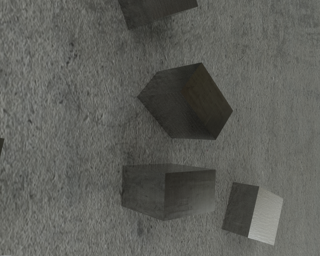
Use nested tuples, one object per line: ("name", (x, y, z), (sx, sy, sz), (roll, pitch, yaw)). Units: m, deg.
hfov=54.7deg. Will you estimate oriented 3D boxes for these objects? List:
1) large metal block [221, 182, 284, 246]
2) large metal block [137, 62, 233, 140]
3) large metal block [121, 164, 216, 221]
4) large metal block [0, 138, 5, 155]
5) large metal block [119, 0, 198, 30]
("large metal block", (0.157, 0.144, 0.520), (0.080, 0.050, 0.080), (28, 72, -37))
("large metal block", (0.032, -0.031, 0.395), (0.080, 0.080, 0.050), (50, 60, -28))
("large metal block", (0.010, 0.073, 0.377), (0.081, 0.080, 0.050), (3, 88, -40))
("large metal block", (-0.163, 0.041, 0.232), (0.050, 0.080, 0.080), (16, 80, -39))
("large metal block", (-0.008, -0.175, 0.381), (0.081, 0.050, 0.080), (-31, 110, -36))
